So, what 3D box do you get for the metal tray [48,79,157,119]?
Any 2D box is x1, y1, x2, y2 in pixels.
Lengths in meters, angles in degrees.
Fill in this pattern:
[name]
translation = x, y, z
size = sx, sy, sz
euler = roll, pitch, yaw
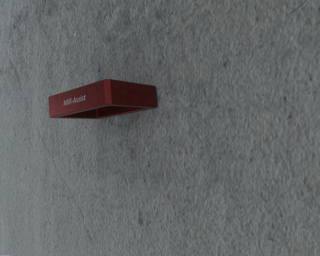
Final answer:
[metal tray]
translation = -0.080, -0.036, 0.430
size = 0.130, 0.091, 0.030
euler = -8, 85, 40
